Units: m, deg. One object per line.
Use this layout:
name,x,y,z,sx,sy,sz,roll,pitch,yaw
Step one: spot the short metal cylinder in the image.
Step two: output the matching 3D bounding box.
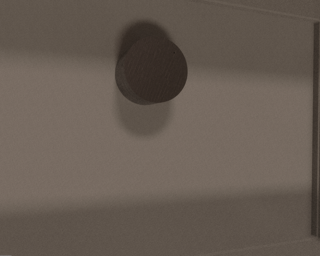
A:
short metal cylinder,-0.012,-0.070,0.394,0.081,0.050,0.079,0,90,-21
